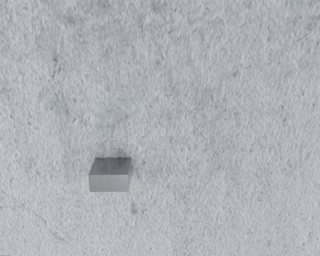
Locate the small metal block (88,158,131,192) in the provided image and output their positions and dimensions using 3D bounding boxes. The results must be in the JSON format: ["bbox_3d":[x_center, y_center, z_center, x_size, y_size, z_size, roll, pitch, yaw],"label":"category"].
[{"bbox_3d":[-0.065,0.062,0.419,0.050,0.050,0.025,0,110,-1],"label":"small metal block"}]
